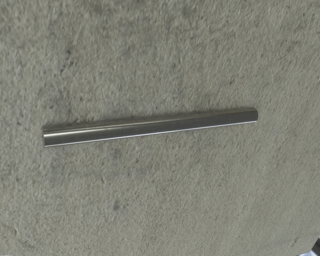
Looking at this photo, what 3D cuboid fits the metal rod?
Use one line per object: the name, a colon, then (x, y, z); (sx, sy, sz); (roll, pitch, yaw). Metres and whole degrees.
metal rod: (0.006, -0.005, 0.408); (0.303, 0.025, 0.025); (-6, 121, -26)
